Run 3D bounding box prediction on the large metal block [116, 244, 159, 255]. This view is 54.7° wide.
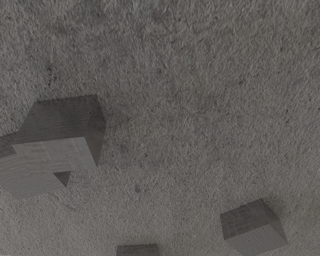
[{"bbox_3d":[-0.042,0.281,0.630,0.080,0.050,0.080,-4,130,3],"label":"large metal block"}]

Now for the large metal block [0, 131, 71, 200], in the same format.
[{"bbox_3d":[-0.181,0.049,0.430,0.080,0.050,0.080,-16,129,13],"label":"large metal block"}]

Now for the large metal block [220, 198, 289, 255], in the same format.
[{"bbox_3d":[0.164,0.178,0.544,0.080,0.050,0.080,-30,124,23],"label":"large metal block"}]

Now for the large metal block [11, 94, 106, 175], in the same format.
[{"bbox_3d":[-0.116,0.007,0.375,0.080,0.080,0.050,-6,130,5],"label":"large metal block"}]
